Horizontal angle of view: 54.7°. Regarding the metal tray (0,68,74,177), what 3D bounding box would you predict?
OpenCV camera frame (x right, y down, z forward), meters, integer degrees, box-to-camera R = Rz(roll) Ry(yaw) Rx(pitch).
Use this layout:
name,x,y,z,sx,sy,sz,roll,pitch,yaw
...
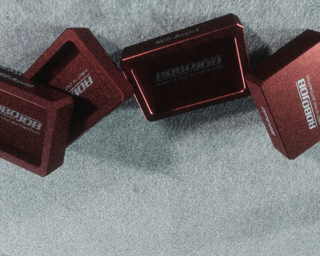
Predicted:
name,x,y,z,sx,sy,sz,roll,pitch,yaw
metal tray,-0.165,-0.012,0.340,0.130,0.030,0.089,22,114,10

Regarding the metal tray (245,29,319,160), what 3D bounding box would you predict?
name,x,y,z,sx,sy,sz,roll,pitch,yaw
metal tray,0.161,-0.034,0.357,0.090,0.030,0.130,-36,125,0

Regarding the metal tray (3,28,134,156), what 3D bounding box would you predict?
name,x,y,z,sx,sy,sz,roll,pitch,yaw
metal tray,-0.104,-0.036,0.345,0.130,0.030,0.090,-35,95,25

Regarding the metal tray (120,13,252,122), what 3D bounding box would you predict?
name,x,y,z,sx,sy,sz,roll,pitch,yaw
metal tray,0.032,-0.063,0.350,0.130,0.030,0.090,-15,129,11
